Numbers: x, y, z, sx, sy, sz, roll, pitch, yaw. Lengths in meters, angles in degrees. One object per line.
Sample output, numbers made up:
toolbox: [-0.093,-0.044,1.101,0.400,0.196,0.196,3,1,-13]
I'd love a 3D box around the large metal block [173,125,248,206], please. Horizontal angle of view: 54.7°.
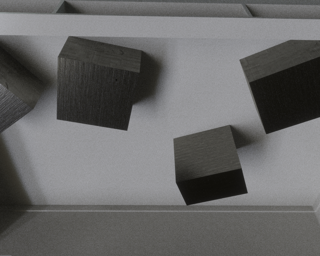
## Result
large metal block: [0.065,0.049,0.416,0.080,0.080,0.050,-14,129,11]

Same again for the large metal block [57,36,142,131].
large metal block: [-0.069,-0.049,0.350,0.081,0.050,0.079,10,130,-9]

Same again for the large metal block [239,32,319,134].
large metal block: [0.146,-0.049,0.353,0.080,0.050,0.080,-20,128,15]

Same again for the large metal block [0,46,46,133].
large metal block: [-0.196,-0.043,0.353,0.080,0.050,0.080,-30,125,22]

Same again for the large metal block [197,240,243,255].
large metal block: [0.119,0.271,0.628,0.081,0.050,0.079,0,130,0]
